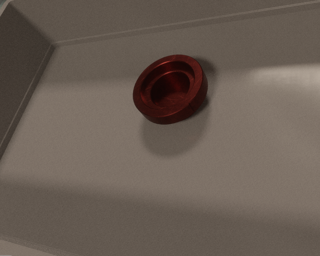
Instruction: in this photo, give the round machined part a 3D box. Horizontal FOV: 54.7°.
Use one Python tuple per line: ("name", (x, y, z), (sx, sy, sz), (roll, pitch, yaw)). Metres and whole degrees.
("round machined part", (0.017, -0.046, 0.413), (0.098, 0.042, 0.098), (-13, 56, 20))
